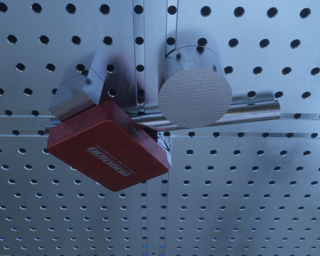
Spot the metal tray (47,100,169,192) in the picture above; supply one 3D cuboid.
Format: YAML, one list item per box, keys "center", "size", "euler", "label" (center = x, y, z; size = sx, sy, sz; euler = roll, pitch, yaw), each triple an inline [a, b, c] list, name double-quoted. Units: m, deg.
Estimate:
- center: [-0.059, 0.029, 0.382]
  size: [0.090, 0.030, 0.130]
  euler: [-24, 138, 19]
  label: "metal tray"

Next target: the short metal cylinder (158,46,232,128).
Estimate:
- center: [0.038, -0.046, 0.356]
  size: [0.081, 0.050, 0.079]
  euler: [0, 130, 0]
  label: "short metal cylinder"

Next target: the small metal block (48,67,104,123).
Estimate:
- center: [-0.096, -0.038, 0.361]
  size: [0.050, 0.050, 0.025]
  euler: [-25, 126, 19]
  label: "small metal block"

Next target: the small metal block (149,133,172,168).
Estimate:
- center: [-0.017, 0.038, 0.442]
  size: [0.050, 0.025, 0.050]
  euler: [-18, 128, 14]
  label: "small metal block"

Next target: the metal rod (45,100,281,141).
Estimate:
- center: [0.000, -0.007, 0.406]
  size: [0.302, 0.025, 0.025]
  euler: [-6, 130, 4]
  label: "metal rod"
